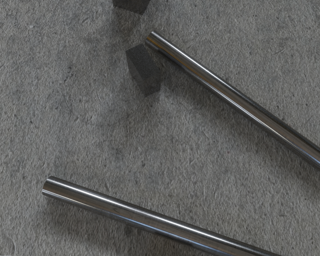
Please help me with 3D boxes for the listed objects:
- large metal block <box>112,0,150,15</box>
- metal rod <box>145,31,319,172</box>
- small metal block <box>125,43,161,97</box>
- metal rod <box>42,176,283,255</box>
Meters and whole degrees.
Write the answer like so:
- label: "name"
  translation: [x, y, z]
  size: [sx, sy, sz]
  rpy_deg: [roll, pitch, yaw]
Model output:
- label: "large metal block"
  translation: [-0.036, -0.234, 0.464]
  size: [0.050, 0.080, 0.080]
  rpy_deg: [21, 71, 7]
- label: "metal rod"
  translation: [0.101, -0.041, 0.424]
  size: [0.300, 0.025, 0.025]
  rpy_deg: [38, 74, 12]
- label: "small metal block"
  translation: [-0.022, -0.078, 0.423]
  size: [0.025, 0.050, 0.050]
  rpy_deg: [-28, 73, -10]
- label: "metal rod"
  translation: [0.005, 0.116, 0.365]
  size: [0.301, 0.025, 0.025]
  rpy_deg: [18, 71, 6]
